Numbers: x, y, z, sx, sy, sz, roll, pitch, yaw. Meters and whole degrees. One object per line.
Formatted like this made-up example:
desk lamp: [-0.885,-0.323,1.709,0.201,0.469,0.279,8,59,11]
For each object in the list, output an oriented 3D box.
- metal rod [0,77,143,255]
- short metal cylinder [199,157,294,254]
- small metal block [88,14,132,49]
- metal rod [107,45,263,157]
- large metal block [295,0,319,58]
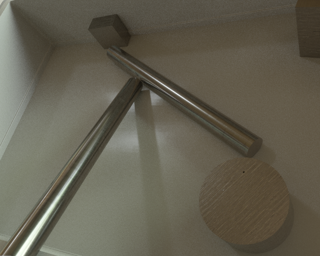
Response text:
metal rod: [-0.076,0.021,0.349,0.025,0.025,0.301,-8,32,23]
short metal cylinder: [0.084,0.075,0.299,0.080,0.050,0.080,-13,56,20]
small metal block: [-0.086,-0.164,0.534,0.050,0.050,0.025,1,62,28]
metal rod: [0.012,-0.053,0.430,0.025,0.025,0.300,-47,52,-5]
large metal block: [0.200,-0.121,0.339,0.080,0.080,0.050,13,69,33]
